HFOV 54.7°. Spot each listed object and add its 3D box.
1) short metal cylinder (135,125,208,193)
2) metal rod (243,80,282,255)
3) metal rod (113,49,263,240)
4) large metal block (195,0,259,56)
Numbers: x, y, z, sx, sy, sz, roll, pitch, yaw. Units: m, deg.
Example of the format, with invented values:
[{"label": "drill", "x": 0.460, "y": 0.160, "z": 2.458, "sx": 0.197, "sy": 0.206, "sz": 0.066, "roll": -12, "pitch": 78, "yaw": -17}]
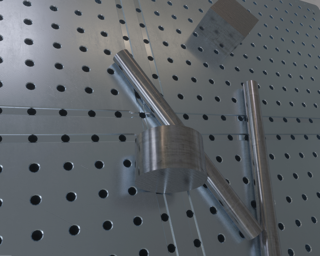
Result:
[{"label": "short metal cylinder", "x": 0.011, "y": 0.038, "z": 0.356, "sx": 0.081, "sy": 0.080, "sz": 0.050, "roll": 11, "pitch": 57, "yaw": -23}, {"label": "metal rod", "x": 0.147, "y": 0.050, "z": 0.456, "sx": 0.025, "sy": 0.025, "sz": 0.300, "roll": 17, "pitch": 55, "yaw": -19}, {"label": "metal rod", "x": 0.032, "y": 0.015, "z": 0.415, "sx": 0.025, "sy": 0.025, "sz": 0.299, "roll": -29, "pitch": 78, "yaw": -37}, {"label": "large metal block", "x": 0.127, "y": -0.194, "z": 0.579, "sx": 0.080, "sy": 0.050, "sz": 0.080, "roll": 40, "pitch": 51, "yaw": -1}]
